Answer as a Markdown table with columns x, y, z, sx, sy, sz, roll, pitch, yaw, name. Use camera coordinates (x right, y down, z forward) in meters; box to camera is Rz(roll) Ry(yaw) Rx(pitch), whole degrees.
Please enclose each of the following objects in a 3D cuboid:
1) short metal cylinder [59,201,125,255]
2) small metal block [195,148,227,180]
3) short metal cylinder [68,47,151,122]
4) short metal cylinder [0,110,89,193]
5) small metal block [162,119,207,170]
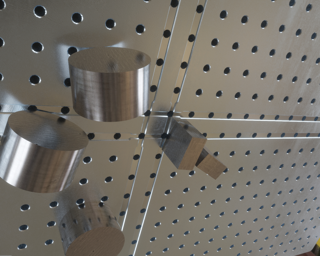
| x | y | z | sx | sy | sz | roll | pitch | yaw | name |
| --- | --- | --- | --- | --- | --- | --- | --- | --- | --- |
| -0.096 | 0.151 | 0.436 | 0.081 | 0.050 | 0.079 | -14 | 124 | -21 | short metal cylinder |
| 0.064 | 0.043 | 0.457 | 0.025 | 0.050 | 0.050 | -49 | 129 | 6 | small metal block |
| -0.050 | -0.047 | 0.319 | 0.081 | 0.080 | 0.050 | -11 | 123 | -23 | short metal cylinder |
| -0.122 | 0.023 | 0.323 | 0.081 | 0.080 | 0.050 | 14 | 111 | -34 | short metal cylinder |
| 0.032 | 0.023 | 0.427 | 0.025 | 0.050 | 0.050 | 9 | 114 | -32 | small metal block |
